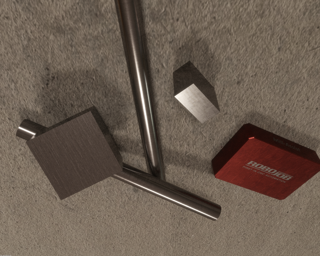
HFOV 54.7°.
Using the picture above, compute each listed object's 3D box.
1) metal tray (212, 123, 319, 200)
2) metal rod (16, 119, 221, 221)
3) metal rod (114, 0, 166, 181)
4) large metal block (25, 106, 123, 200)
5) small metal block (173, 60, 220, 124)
[{"bbox_3d":[0.154,0.053,0.452,0.131,0.030,0.089,21,127,-18],"label":"metal tray"},{"bbox_3d":[-0.048,0.063,0.434,0.301,0.025,0.025,26,126,-11],"label":"metal rod"},{"bbox_3d":[-0.019,-0.030,0.381,0.025,0.025,0.298,-5,130,3],"label":"metal rod"},{"bbox_3d":[-0.100,0.028,0.381,0.080,0.050,0.080,-26,103,-1],"label":"large metal block"},{"bbox_3d":[0.041,-0.042,0.356,0.025,0.050,0.050,-33,123,25],"label":"small metal block"}]
